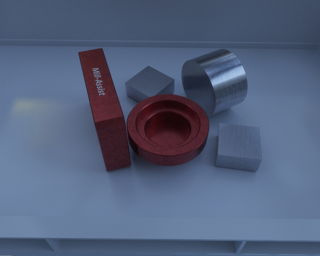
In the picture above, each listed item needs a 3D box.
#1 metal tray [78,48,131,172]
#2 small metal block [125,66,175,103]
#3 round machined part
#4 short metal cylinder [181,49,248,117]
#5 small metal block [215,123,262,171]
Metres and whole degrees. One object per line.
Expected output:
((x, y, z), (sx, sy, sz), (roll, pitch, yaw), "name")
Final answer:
((-0.068, -0.024, 0.380), (0.030, 0.089, 0.130), (-13, 51, -11), "metal tray")
((-0.014, -0.059, 0.452), (0.050, 0.025, 0.050), (32, 57, 25), "small metal block")
((0.009, 0.007, 0.385), (0.099, 0.042, 0.098), (0, 50, 0), "round machined part")
((0.072, -0.061, 0.419), (0.050, 0.080, 0.080), (-23, 54, -18), "short metal cylinder")
((0.097, 0.023, 0.385), (0.050, 0.025, 0.050), (6, 50, 7), "small metal block")
